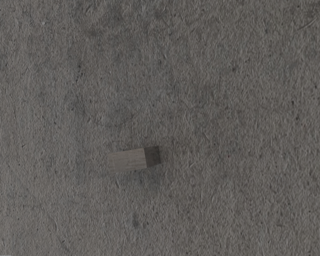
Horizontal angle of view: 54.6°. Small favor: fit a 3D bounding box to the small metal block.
[{"bbox_3d":[-0.032,0.041,0.408,0.050,0.050,0.025,-11,87,20],"label":"small metal block"}]
